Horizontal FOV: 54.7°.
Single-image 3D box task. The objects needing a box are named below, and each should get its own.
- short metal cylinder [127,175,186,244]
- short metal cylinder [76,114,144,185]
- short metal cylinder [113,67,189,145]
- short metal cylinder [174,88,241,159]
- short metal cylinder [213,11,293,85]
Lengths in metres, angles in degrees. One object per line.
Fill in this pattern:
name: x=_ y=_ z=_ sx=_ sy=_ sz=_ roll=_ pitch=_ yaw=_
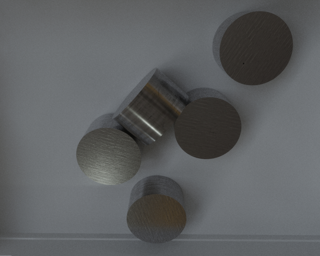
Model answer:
short metal cylinder: x=-0.005 y=0.115 z=0.440 sx=0.081 sy=0.050 sz=0.079 roll=0 pitch=110 yaw=0
short metal cylinder: x=-0.062 y=0.027 z=0.405 sx=0.080 sy=0.050 sz=0.079 roll=0 pitch=112 yaw=1
short metal cylinder: x=-0.012 y=-0.026 z=0.372 sx=0.050 sy=0.080 sz=0.080 roll=40 pitch=105 yaw=-14
short metal cylinder: x=0.058 y=-0.007 z=0.396 sx=0.081 sy=0.050 sz=0.079 roll=0 pitch=110 yaw=0
short metal cylinder: x=0.106 y=-0.095 z=0.364 sx=0.081 sy=0.050 sz=0.079 roll=0 pitch=110 yaw=0
